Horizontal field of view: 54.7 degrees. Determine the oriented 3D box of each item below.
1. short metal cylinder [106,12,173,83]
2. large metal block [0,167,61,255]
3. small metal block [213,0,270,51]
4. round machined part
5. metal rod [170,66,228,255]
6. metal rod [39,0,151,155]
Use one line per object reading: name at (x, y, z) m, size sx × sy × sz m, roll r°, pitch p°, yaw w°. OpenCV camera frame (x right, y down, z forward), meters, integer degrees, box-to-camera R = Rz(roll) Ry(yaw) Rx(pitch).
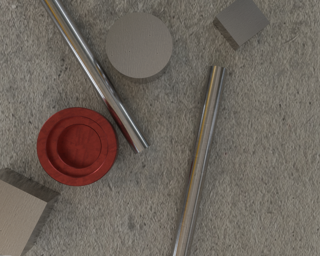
short metal cylinder at (-0.025, -0.100, 0.397) m, size 0.081 × 0.050 × 0.079 m, roll 0°, pitch 90°, yaw -1°
large metal block at (-0.189, 0.107, 0.395) m, size 0.080 × 0.050 × 0.080 m, roll 27°, pitch 90°, yaw -1°
small metal block at (0.107, -0.140, 0.411) m, size 0.050 × 0.025 × 0.050 m, roll -38°, pitch 91°, yaw 0°
round machined part at (-0.102, 0.023, 0.400) m, size 0.099 × 0.042 × 0.097 m, roll 0°, pitch 90°, yaw -1°
metal rod at (0.047, 0.067, 0.410) m, size 0.025 × 0.025 × 0.298 m, roll 12°, pitch 90°, yaw -1°
metal rod at (-0.101, -0.099, 0.408) m, size 0.025 × 0.025 × 0.299 m, roll -32°, pitch 90°, yaw 0°
